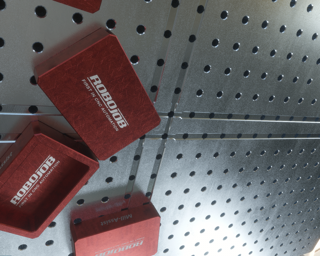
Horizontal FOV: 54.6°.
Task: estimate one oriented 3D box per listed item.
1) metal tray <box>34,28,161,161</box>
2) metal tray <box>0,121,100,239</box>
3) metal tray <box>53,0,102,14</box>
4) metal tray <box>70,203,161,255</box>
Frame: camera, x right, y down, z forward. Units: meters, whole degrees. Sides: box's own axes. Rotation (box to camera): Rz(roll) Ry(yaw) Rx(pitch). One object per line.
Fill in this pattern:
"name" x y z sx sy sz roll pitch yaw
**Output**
"metal tray" -0.064 -0.033 0.352 0.090 0.030 0.130 -34 129 -6
"metal tray" -0.148 0.065 0.367 0.130 0.030 0.090 -49 129 6
"metal tray" -0.080 -0.174 0.256 0.091 0.030 0.129 9 114 -32
"metal tray" -0.067 0.174 0.478 0.131 0.030 0.089 -9 123 -23
